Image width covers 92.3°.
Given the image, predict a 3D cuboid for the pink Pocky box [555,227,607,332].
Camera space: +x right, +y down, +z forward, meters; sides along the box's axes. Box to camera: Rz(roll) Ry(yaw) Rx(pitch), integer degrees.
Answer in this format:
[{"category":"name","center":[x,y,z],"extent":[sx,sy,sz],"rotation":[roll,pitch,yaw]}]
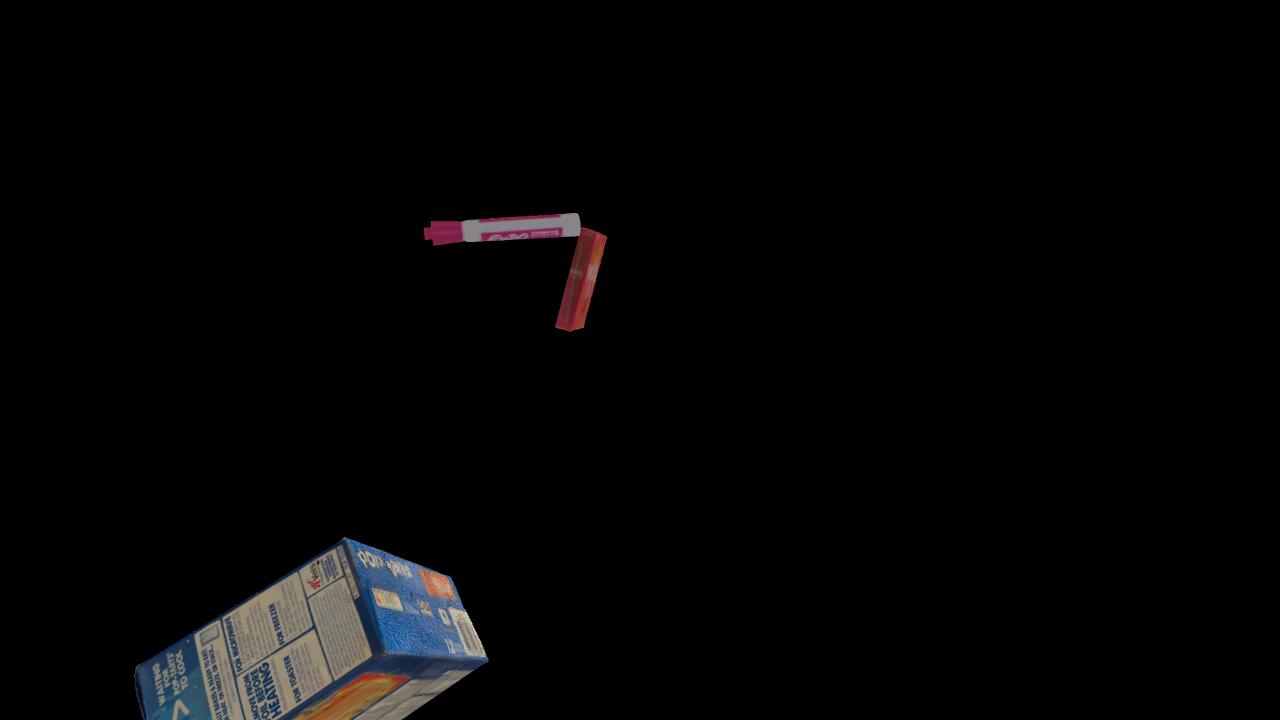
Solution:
[{"category":"pink Pocky box","center":[-0.089,-0.122,0.945],"extent":[0.029,0.155,0.084],"rotation":[16,8,6]}]

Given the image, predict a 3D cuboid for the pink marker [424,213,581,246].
[{"category":"pink marker","center":[-0.108,-0.104,0.488],"extent":[0.121,0.020,0.020],"rotation":[-7,2,-16]}]

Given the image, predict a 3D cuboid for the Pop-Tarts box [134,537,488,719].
[{"category":"Pop-Tarts box","center":[-0.211,0.212,0.429],"extent":[0.141,0.083,0.167],"rotation":[-33,-28,-8]}]
